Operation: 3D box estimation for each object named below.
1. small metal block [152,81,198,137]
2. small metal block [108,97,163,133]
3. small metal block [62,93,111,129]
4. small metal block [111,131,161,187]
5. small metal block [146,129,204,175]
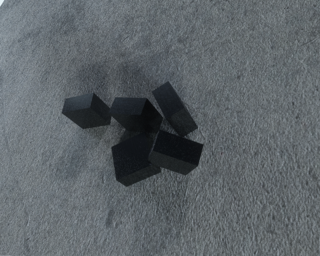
[{"bbox_3d":[0.019,-0.023,0.392,0.025,0.050,0.050,-32,52,8],"label":"small metal block"},{"bbox_3d":[-0.031,-0.017,0.414,0.050,0.050,0.025,4,64,30],"label":"small metal block"},{"bbox_3d":[-0.107,-0.024,0.459,0.050,0.050,0.025,-8,58,24],"label":"small metal block"},{"bbox_3d":[-0.031,0.040,0.396,0.050,0.025,0.050,-25,53,13],"label":"small metal block"},{"bbox_3d":[0.015,0.029,0.349,0.050,0.050,0.025,19,67,-4],"label":"small metal block"}]
